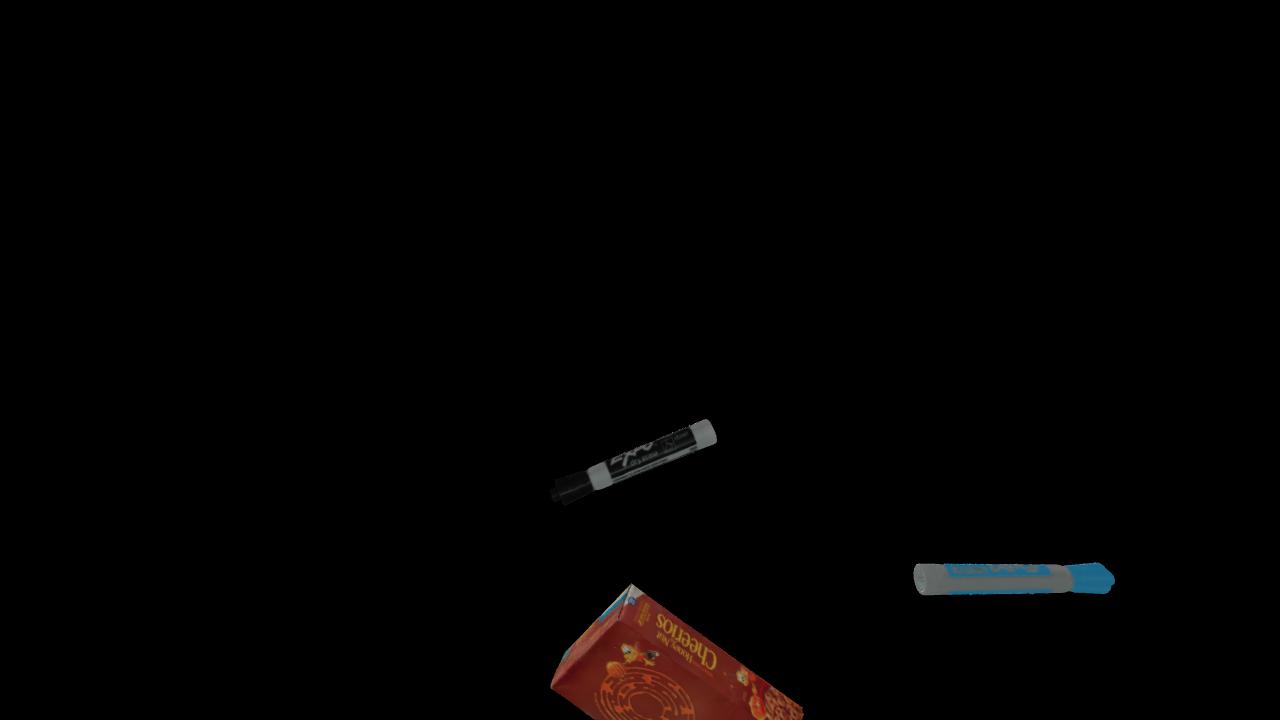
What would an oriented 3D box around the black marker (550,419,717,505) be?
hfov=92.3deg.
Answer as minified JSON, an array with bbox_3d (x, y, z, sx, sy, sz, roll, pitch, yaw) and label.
[{"bbox_3d":[-0.005,0.071,0.428,0.121,0.020,0.020,-21,3,-9],"label":"black marker"}]

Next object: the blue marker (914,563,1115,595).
[{"bbox_3d":[0.236,0.138,0.387,0.121,0.020,0.020,0,0,0],"label":"blue marker"}]

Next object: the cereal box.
[{"bbox_3d":[0.048,0.482,0.881,0.306,0.203,0.081,36,28,1],"label":"cereal box"}]
